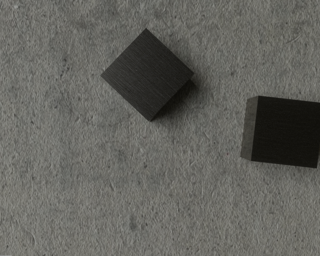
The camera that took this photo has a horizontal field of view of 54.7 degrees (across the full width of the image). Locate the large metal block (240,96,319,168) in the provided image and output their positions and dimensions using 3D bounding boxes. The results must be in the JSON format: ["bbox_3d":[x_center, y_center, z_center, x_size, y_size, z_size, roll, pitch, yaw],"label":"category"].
[{"bbox_3d":[0.154,0.005,0.399,0.080,0.050,0.080,6,90,0],"label":"large metal block"}]

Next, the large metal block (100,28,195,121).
[{"bbox_3d":[-0.015,-0.064,0.397,0.080,0.050,0.080,44,90,0],"label":"large metal block"}]
